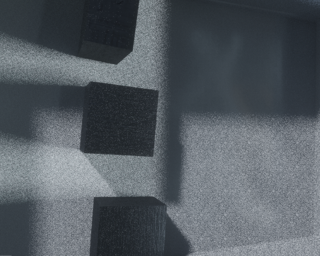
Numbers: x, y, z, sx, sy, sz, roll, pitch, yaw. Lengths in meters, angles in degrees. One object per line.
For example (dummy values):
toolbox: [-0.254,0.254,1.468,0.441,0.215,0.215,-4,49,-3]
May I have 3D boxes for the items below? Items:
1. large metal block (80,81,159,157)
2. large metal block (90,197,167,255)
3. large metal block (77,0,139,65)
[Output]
large metal block: [-0.051,-0.009,0.378,0.081,0.050,0.080,5,88,-20]
large metal block: [-0.040,0.130,0.382,0.081,0.050,0.080,4,89,-20]
large metal block: [-0.061,-0.125,0.358,0.050,0.080,0.080,8,88,-20]
